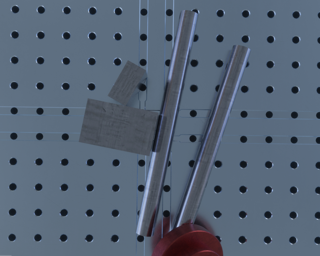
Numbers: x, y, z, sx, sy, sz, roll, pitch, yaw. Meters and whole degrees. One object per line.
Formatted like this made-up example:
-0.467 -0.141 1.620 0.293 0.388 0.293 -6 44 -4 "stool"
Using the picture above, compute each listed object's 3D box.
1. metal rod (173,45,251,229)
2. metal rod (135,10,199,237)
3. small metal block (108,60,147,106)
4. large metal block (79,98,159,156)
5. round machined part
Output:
0.063 0.036 0.414 0.025 0.025 0.298 18 90 -1 "metal rod"
0.009 -0.006 0.413 0.025 0.025 0.298 12 90 -1 "metal rod"
-0.040 -0.055 0.400 0.025 0.050 0.050 30 90 0 "small metal block"
-0.046 -0.001 0.385 0.080 0.080 0.050 12 90 -1 "large metal block"
0.040 0.175 0.386 0.099 0.042 0.097 -4 100 -25 "round machined part"
